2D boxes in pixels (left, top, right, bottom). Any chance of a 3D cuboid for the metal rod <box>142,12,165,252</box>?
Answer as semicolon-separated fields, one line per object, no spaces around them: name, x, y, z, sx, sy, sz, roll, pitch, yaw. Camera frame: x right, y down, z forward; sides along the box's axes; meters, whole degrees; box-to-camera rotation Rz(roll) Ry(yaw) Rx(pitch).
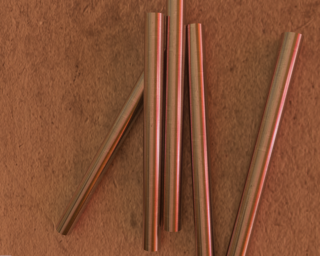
metal rod;-0.009;0.010;0.394;0.025;0.025;0.298;3;97;19

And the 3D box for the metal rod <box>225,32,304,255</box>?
metal rod;0.119;0.039;0.366;0.025;0.025;0.298;14;95;19

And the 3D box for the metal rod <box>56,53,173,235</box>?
metal rod;-0.068;0.023;0.431;0.025;0.025;0.299;33;100;16

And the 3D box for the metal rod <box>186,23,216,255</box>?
metal rod;0.051;0.021;0.390;0.025;0.025;0.298;-3;89;19

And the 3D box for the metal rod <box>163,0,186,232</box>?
metal rod;0.018;-0.018;0.391;0.025;0.025;0.298;2;95;19
